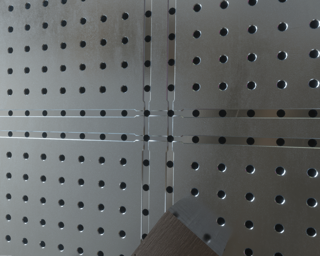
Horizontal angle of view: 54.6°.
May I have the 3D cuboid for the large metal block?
[{"bbox_3d":[0.025,0.153,0.391,0.080,0.050,0.080,39,102,15],"label":"large metal block"}]
